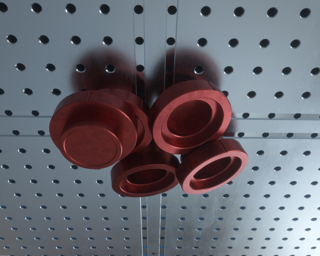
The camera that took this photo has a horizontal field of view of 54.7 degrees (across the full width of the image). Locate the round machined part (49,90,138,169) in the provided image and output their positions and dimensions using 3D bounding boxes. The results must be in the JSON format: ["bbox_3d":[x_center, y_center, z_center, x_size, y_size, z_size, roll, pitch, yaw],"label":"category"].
[{"bbox_3d":[-0.075,0.009,0.351,0.099,0.042,0.097,-1,130,0],"label":"round machined part"}]

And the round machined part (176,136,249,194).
[{"bbox_3d":[0.067,0.046,0.425,0.099,0.042,0.097,-17,143,-13],"label":"round machined part"}]

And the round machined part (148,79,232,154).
[{"bbox_3d":[0.032,-0.017,0.375,0.099,0.042,0.097,-11,133,-12],"label":"round machined part"}]

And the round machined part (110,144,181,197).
[{"bbox_3d":[-0.020,0.058,0.438,0.099,0.042,0.098,-8,145,-6],"label":"round machined part"}]

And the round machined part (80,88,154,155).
[{"bbox_3d":[-0.057,-0.010,0.391,0.099,0.042,0.097,-1,130,0],"label":"round machined part"}]
